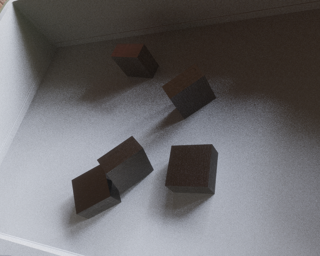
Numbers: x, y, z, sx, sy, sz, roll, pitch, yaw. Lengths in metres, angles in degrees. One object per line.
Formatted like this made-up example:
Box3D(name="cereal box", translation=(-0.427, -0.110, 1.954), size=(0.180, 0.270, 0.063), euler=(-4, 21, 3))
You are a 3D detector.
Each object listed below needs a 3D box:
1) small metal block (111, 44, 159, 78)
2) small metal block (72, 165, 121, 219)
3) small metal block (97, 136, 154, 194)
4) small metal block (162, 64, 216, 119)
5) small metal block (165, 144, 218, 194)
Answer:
Box3D(name="small metal block", translation=(-0.038, -0.102, 0.472), size=(0.050, 0.050, 0.025), euler=(10, 67, 32))
Box3D(name="small metal block", translation=(-0.083, 0.081, 0.400), size=(0.050, 0.025, 0.050), euler=(-29, 52, 10))
Box3D(name="small metal block", translation=(-0.041, 0.045, 0.377), size=(0.050, 0.050, 0.025), euler=(-35, 50, -12))
Box3D(name="small metal block", translation=(0.038, -0.046, 0.398), size=(0.050, 0.050, 0.025), euler=(-34, 51, 6))
Box3D(name="small metal block", translation=(0.037, 0.047, 0.357), size=(0.050, 0.025, 0.050), euler=(-4, 60, 26))
